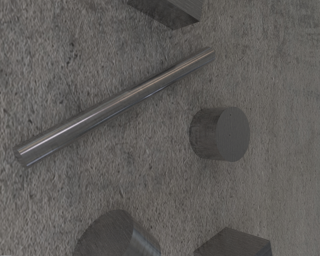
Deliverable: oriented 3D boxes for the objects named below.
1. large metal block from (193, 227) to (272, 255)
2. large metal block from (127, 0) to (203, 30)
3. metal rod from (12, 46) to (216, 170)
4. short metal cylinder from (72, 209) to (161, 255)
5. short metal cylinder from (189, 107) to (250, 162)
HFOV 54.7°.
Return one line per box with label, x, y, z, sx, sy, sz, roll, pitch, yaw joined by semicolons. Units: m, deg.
large metal block;0.110;0.199;0.462;0.081;0.080;0.050;-20;103;-38
large metal block;0.012;-0.185;0.398;0.081;0.050;0.080;16;80;-39
metal rod;-0.030;-0.041;0.379;0.302;0.025;0.025;-34;111;-35
short metal cylinder;-0.046;0.135;0.330;0.050;0.080;0.080;52;60;-28
short metal cylinder;0.090;0.009;0.464;0.081;0.050;0.080;0;90;-40
